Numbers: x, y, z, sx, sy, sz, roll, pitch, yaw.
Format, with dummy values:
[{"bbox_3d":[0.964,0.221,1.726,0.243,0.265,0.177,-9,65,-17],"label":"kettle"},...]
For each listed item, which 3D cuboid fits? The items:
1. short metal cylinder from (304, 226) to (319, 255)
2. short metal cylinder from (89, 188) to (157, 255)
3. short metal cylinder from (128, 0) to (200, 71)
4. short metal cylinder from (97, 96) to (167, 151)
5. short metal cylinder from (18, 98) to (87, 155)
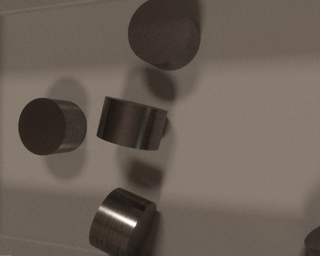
[{"bbox_3d":[0.197,0.127,0.312,0.080,0.080,0.050,-27,81,17],"label":"short metal cylinder"},{"bbox_3d":[-0.045,0.123,0.396,0.050,0.080,0.080,20,97,18],"label":"short metal cylinder"},{"bbox_3d":[0.007,-0.117,0.394,0.080,0.050,0.079,0,90,19],"label":"short metal cylinder"},{"bbox_3d":[-0.035,-0.007,0.393,0.080,0.080,0.050,16,95,19],"label":"short metal cylinder"},{"bbox_3d":[-0.155,-0.002,0.450,0.080,0.050,0.079,0,90,19],"label":"short metal cylinder"}]
